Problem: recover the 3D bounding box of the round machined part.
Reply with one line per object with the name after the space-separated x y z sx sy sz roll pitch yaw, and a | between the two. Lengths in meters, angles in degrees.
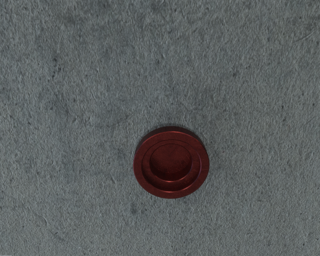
0.014 0.042 0.418 0.099 0.042 0.097 0 110 -1 | round machined part
